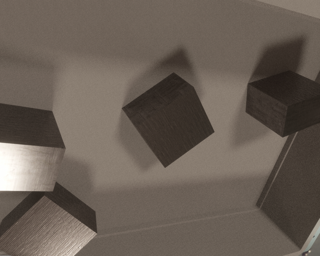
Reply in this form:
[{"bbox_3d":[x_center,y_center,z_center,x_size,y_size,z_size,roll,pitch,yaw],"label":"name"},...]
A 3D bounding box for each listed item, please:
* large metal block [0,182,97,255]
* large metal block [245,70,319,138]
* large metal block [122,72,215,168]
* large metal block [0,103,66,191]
[{"bbox_3d":[-0.136,0.121,0.379,0.080,0.050,0.080,-44,112,1],"label":"large metal block"},{"bbox_3d":[0.185,-0.039,0.453,0.081,0.080,0.050,-19,126,-18],"label":"large metal block"},{"bbox_3d":[0.012,-0.010,0.395,0.080,0.050,0.080,-36,129,-5],"label":"large metal block"},{"bbox_3d":[-0.147,0.016,0.304,0.081,0.080,0.050,9,114,-33],"label":"large metal block"}]
